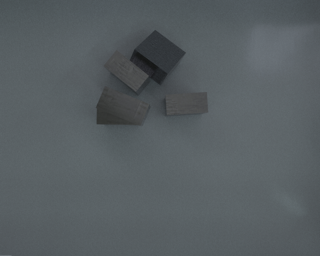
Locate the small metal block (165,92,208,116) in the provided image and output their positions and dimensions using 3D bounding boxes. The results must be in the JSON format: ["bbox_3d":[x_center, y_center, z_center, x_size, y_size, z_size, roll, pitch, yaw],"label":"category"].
[{"bbox_3d":[0.032,-0.030,0.399,0.050,0.050,0.025,-4,90,-1],"label":"small metal block"}]

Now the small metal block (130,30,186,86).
[{"bbox_3d":[-0.003,-0.091,0.399,0.050,0.025,0.050,37,55,0],"label":"small metal block"}]

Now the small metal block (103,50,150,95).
[{"bbox_3d":[-0.041,-0.069,0.398,0.050,0.050,0.025,39,90,-1],"label":"small metal block"}]

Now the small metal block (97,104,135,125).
[{"bbox_3d":[-0.051,-0.017,0.398,0.050,0.050,0.025,1,90,-1],"label":"small metal block"}]

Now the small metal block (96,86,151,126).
[{"bbox_3d":[-0.039,-0.023,0.348,0.050,0.050,0.025,22,90,-1],"label":"small metal block"}]
